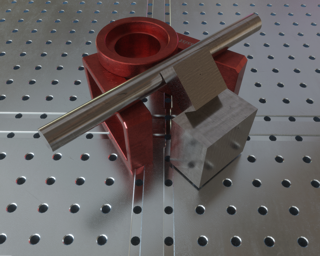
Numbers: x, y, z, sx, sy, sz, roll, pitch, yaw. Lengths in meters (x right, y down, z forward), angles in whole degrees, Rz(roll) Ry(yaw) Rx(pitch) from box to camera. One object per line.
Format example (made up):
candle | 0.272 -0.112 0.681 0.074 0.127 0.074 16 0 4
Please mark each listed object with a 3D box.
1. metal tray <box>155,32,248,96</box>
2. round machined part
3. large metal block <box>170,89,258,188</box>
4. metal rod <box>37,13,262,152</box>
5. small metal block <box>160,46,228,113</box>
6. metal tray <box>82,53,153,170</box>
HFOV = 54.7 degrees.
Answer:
metal tray | 0.046 -0.076 0.429 0.130 0.089 0.030 25 55 19
round machined part | -0.027 -0.094 0.385 0.099 0.042 0.098 0 50 0
large metal block | 0.059 0.010 0.360 0.080 0.080 0.050 -34 58 -25
metal rod | 0.010 -0.064 0.344 0.302 0.025 0.025 -33 58 -25
small metal block | 0.037 -0.051 0.328 0.050 0.050 0.025 -35 14 -26
metal tray | -0.053 -0.023 0.384 0.030 0.089 0.130 -23 54 -18
